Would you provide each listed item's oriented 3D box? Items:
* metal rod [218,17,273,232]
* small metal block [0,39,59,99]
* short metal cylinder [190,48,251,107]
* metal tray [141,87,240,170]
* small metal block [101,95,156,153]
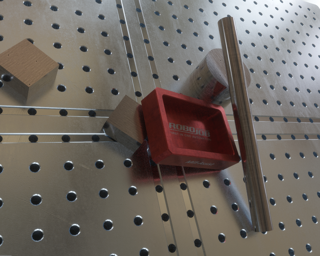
[{"bbox_3d":[0.116,-0.013,0.430,0.025,0.025,0.299,-1,77,-29],"label":"metal rod"},{"bbox_3d":[-0.158,-0.070,0.366,0.050,0.025,0.050,38,51,-3],"label":"small metal block"},{"bbox_3d":[0.095,-0.078,0.491,0.081,0.050,0.080,14,56,-21],"label":"short metal cylinder"},{"bbox_3d":[0.042,0.004,0.405,0.131,0.030,0.090,11,56,-39],"label":"metal tray"},{"bbox_3d":[-0.038,-0.006,0.391,0.050,0.025,0.050,34,51,-6],"label":"small metal block"}]
